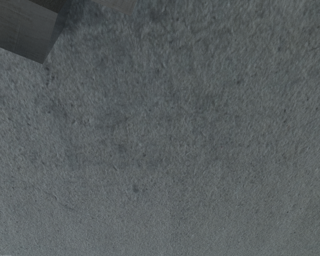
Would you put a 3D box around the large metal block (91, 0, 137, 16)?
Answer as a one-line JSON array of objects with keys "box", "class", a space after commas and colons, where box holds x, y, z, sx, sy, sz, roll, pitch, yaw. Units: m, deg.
[{"box": [-0.031, -0.149, 0.244, 0.050, 0.080, 0.079, 18, 128, -15], "class": "large metal block"}]

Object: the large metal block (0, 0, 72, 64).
[{"box": [-0.127, -0.112, 0.274, 0.080, 0.080, 0.050, 21, 127, -17], "class": "large metal block"}]
